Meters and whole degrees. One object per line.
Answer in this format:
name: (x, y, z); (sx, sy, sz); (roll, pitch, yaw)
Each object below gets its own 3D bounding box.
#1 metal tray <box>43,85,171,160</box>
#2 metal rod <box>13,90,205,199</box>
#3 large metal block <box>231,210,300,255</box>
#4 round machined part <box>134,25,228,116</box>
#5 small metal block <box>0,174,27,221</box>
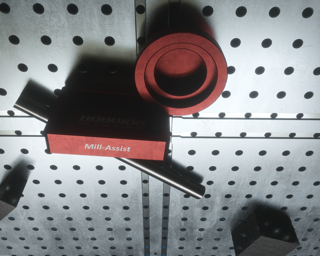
metal tray: (-0.055, -0.008, 0.360); (0.131, 0.090, 0.030); (4, 130, -4)
metal rod: (-0.054, 0.033, 0.439); (0.301, 0.025, 0.025); (30, 124, -24)
large metal block: (0.191, 0.204, 0.571); (0.081, 0.050, 0.079); (17, 128, -15)
round machined part: (0.022, -0.065, 0.342); (0.099, 0.042, 0.097); (0, 126, 0)
small metal block: (-0.241, 0.109, 0.486); (0.050, 0.050, 0.025); (-37, 121, 27)
